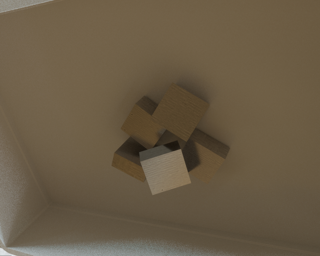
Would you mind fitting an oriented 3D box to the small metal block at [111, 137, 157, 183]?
[{"bbox_3d":[-0.031,0.041,0.429,0.050,0.050,0.025,26,127,11],"label":"small metal block"}]

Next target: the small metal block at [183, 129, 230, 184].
[{"bbox_3d":[0.054,0.037,0.399,0.050,0.025,0.050,31,128,8],"label":"small metal block"}]

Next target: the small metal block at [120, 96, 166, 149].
[{"bbox_3d":[-0.017,-0.006,0.409,0.050,0.025,0.050,37,129,2],"label":"small metal block"}]

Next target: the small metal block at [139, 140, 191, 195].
[{"bbox_3d":[0.006,0.049,0.386,0.050,0.025,0.050,-18,113,0],"label":"small metal block"}]

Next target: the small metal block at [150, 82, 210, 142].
[{"bbox_3d":[0.024,-0.019,0.367,0.050,0.025,0.050,32,95,6],"label":"small metal block"}]
